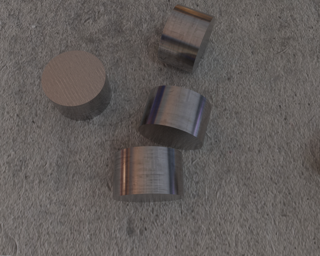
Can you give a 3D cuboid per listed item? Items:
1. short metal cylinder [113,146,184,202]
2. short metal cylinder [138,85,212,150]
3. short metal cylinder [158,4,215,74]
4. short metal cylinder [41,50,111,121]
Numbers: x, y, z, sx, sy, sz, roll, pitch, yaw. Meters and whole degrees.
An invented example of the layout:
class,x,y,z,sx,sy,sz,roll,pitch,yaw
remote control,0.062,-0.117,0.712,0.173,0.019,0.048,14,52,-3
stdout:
class,x,y,z,sx,sy,sz,roll,pitch,yaw
short metal cylinder,-0.013,0.056,0.358,0.081,0.080,0.050,-1,70,-1
short metal cylinder,0.019,-0.010,0.383,0.080,0.080,0.050,14,71,5
short metal cylinder,0.036,-0.121,0.423,0.050,0.080,0.080,23,72,8
short metal cylinder,-0.109,-0.056,0.414,0.081,0.050,0.080,0,70,0
